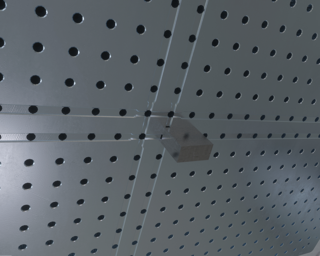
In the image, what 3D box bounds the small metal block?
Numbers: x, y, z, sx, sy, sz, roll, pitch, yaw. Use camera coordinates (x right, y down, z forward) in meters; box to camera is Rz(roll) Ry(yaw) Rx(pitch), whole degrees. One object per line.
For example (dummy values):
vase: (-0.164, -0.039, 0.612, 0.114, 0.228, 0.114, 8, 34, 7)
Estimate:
small metal block: (0.036, 0.022, 0.427, 0.050, 0.050, 0.025, -2, 119, -28)
